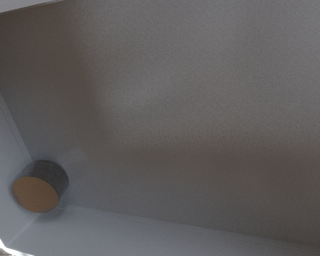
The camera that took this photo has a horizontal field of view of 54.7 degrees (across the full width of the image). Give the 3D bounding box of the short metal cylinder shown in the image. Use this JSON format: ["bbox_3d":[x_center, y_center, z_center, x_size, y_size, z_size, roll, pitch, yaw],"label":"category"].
[{"bbox_3d":[-0.211,0.104,0.550,0.080,0.050,0.079,3,118,5],"label":"short metal cylinder"}]
